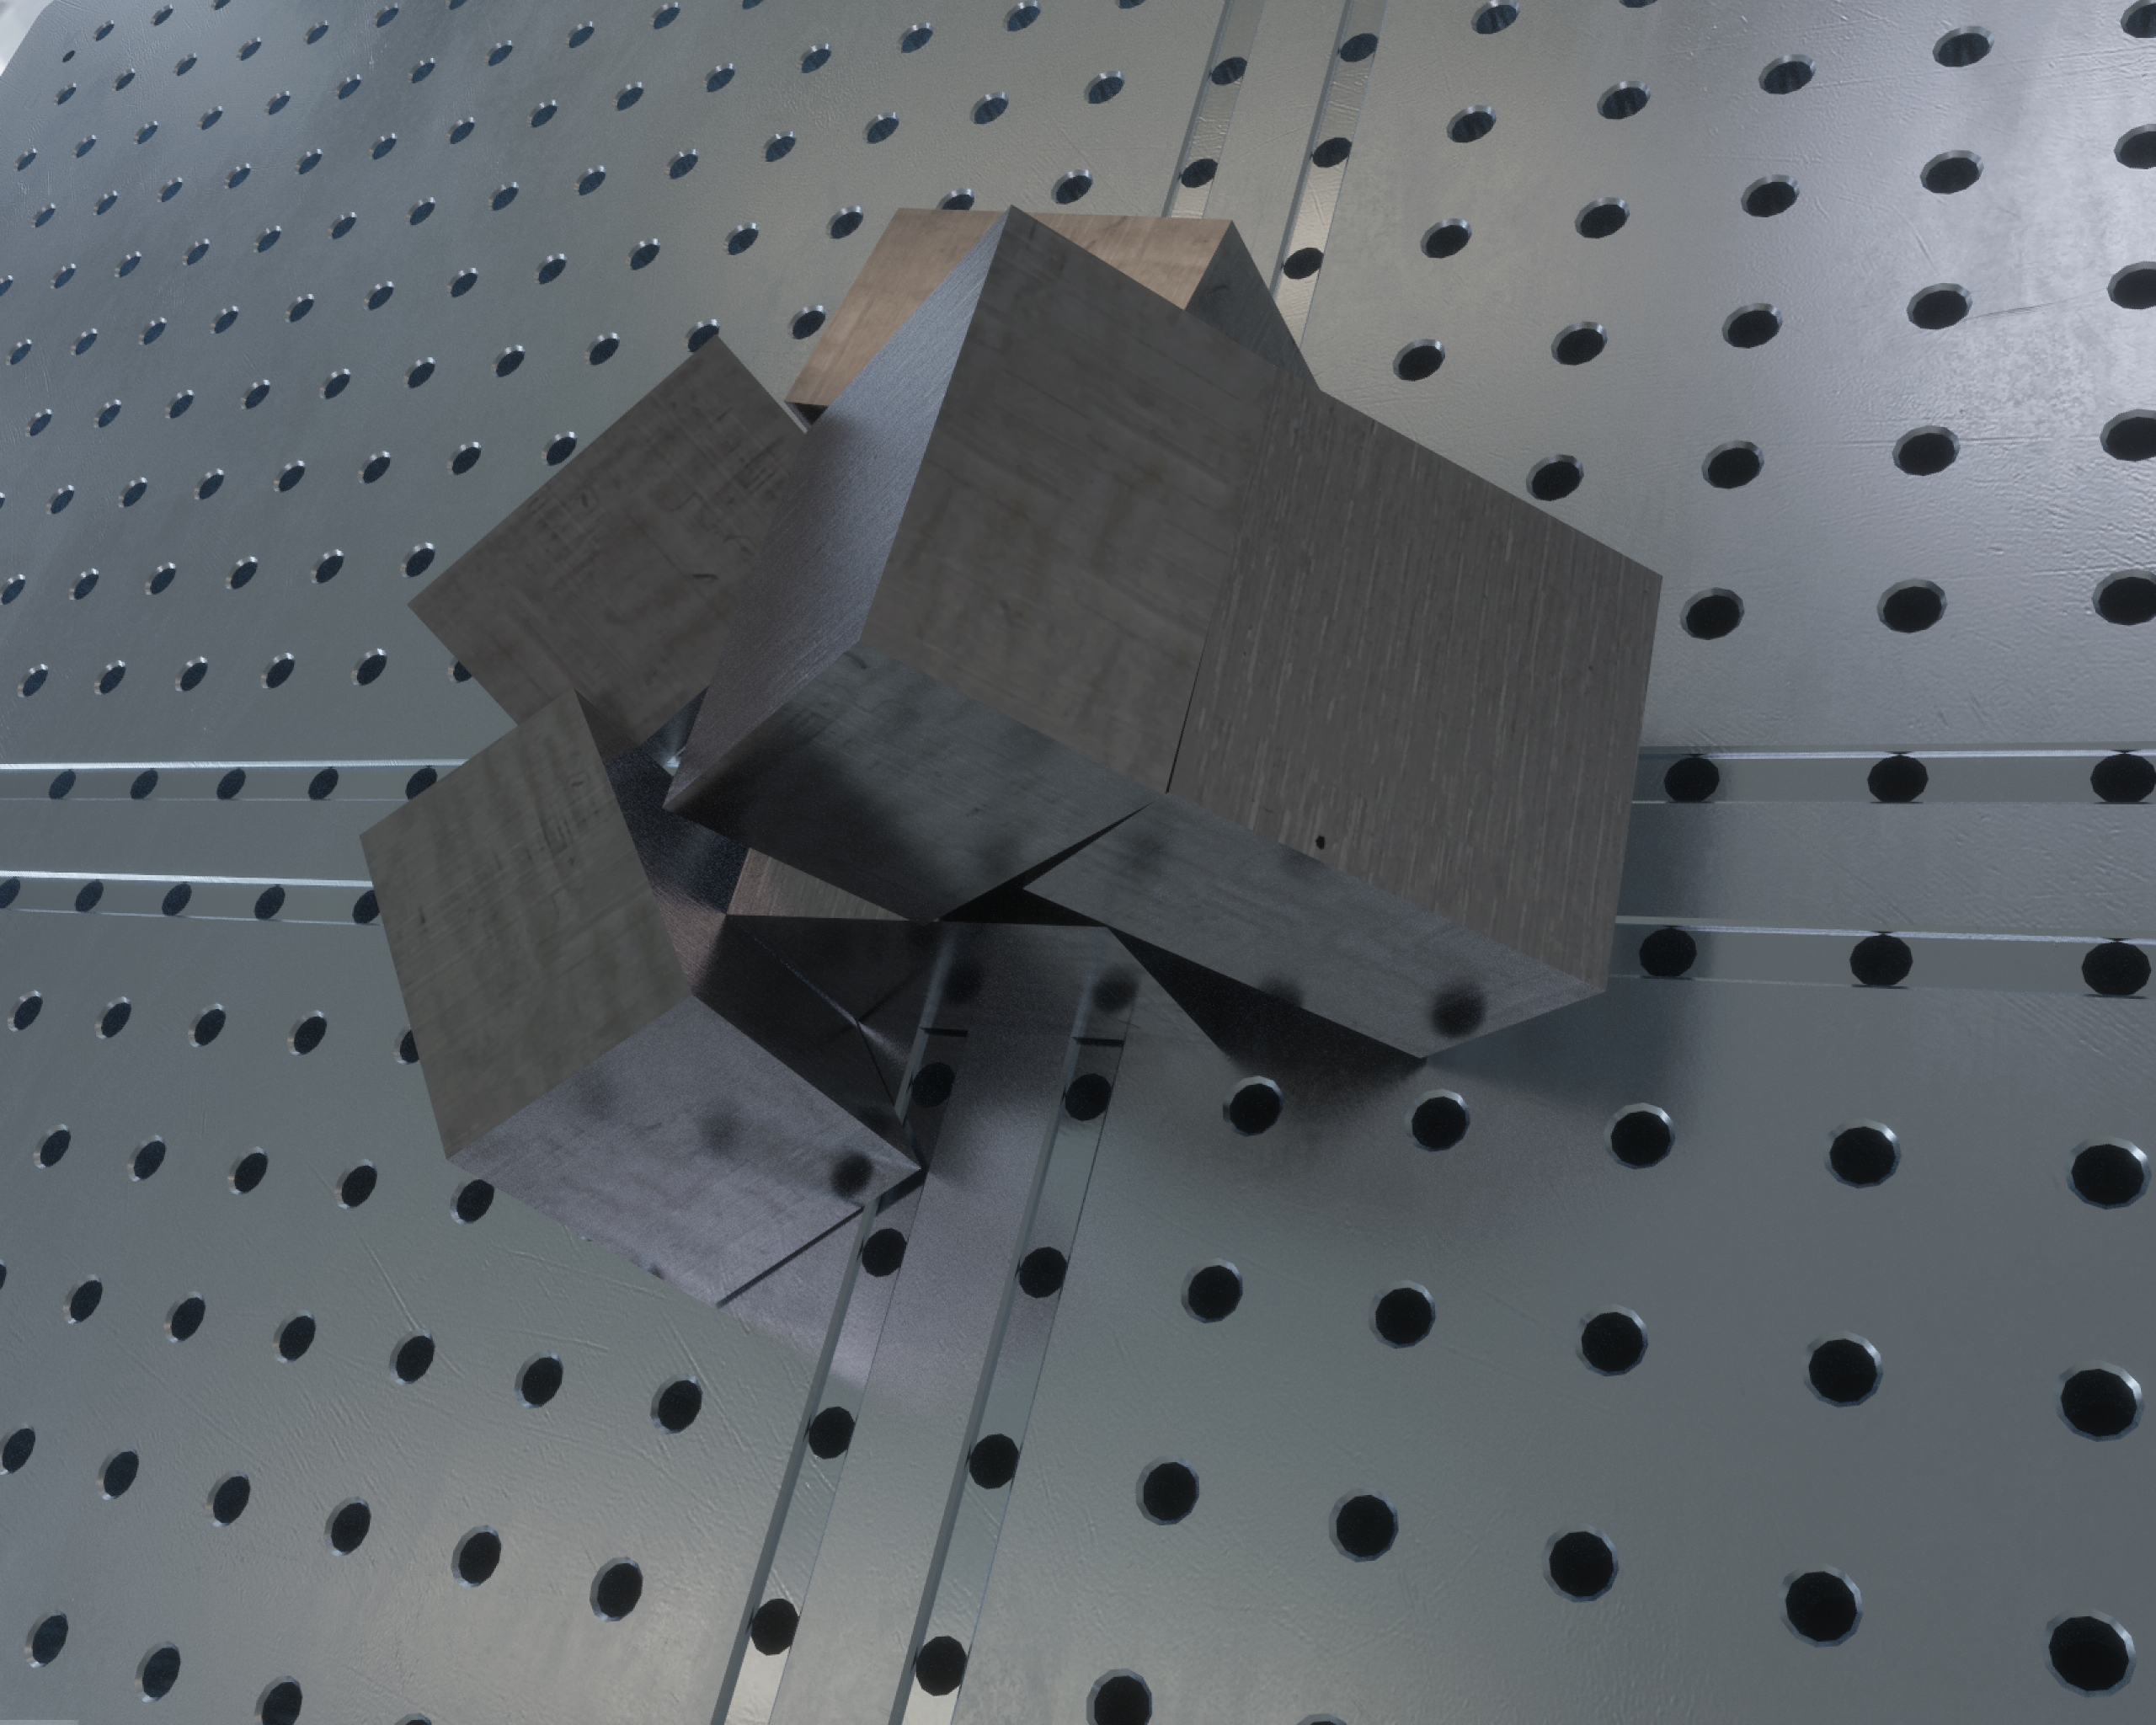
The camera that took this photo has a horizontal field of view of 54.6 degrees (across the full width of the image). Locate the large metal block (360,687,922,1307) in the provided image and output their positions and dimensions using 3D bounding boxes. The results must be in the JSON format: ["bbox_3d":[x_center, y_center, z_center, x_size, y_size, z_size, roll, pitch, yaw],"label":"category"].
[{"bbox_3d":[-0.083,0.027,0.400,0.050,0.080,0.080,-34,52,5],"label":"large metal block"}]

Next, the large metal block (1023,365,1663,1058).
[{"bbox_3d":[0.046,-0.023,0.353,0.050,0.080,0.080,-33,37,58],"label":"large metal block"}]

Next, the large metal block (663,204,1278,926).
[{"bbox_3d":[-0.019,-0.044,0.341,0.080,0.050,0.080,-28,41,56],"label":"large metal block"}]

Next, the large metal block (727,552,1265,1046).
[{"bbox_3d":[-0.010,-0.013,0.407,0.080,0.050,0.080,1,62,29],"label":"large metal block"}]

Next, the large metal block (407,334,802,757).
[{"bbox_3d":[-0.086,-0.061,0.449,0.080,0.080,0.050,-41,95,0],"label":"large metal block"}]

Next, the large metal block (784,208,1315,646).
[{"bbox_3d":[0.002,-0.085,0.425,0.080,0.080,0.050,14,69,34],"label":"large metal block"}]
